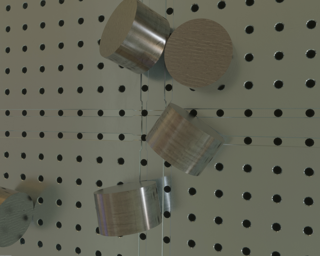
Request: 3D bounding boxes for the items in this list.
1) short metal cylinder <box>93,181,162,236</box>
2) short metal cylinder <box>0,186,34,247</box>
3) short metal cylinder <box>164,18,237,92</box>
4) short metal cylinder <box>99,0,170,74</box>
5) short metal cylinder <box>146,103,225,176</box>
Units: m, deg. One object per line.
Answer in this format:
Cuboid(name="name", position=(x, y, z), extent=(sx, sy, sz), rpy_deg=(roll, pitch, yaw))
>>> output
Cuboid(name="short metal cylinder", position=(-0.041, 0.100, 0.397), extent=(0.080, 0.080, 0.050), rpy_deg=(-10, 87, 19))
Cuboid(name="short metal cylinder", position=(-0.240, 0.131, 0.466), extent=(0.050, 0.080, 0.079), rpy_deg=(9, 93, 19))
Cuboid(name="short metal cylinder", position=(0.052, -0.087, 0.381), extent=(0.080, 0.050, 0.079), rpy_deg=(0, 90, 19))
Cuboid(name="short metal cylinder", position=(-0.033, -0.115, 0.390), extent=(0.080, 0.050, 0.080), rpy_deg=(-29, 50, 42))
Cuboid(name="short metal cylinder", position=(0.030, 0.013, 0.372), extent=(0.080, 0.080, 0.050), rpy_deg=(38, 102, 15))
